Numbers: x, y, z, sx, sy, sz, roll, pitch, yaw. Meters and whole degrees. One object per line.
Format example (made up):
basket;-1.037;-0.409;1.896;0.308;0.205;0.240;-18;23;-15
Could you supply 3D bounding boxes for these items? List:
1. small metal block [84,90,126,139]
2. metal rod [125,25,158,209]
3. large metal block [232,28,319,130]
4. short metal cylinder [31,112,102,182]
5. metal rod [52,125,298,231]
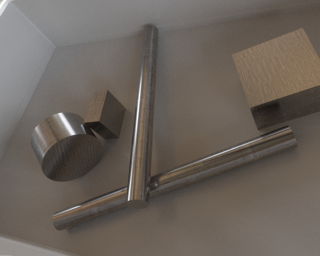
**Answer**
small metal block;-0.077;-0.018;0.439;0.025;0.050;0.050;-5;60;25
metal rod;-0.020;-0.039;0.419;0.025;0.025;0.300;-14;50;20
large metal block;0.136;-0.054;0.351;0.080;0.050;0.080;-19;55;17
short metal cylinder;-0.126;0.026;0.419;0.080;0.080;0.050;-42;51;-1
metal rod;0.005;0.064;0.362;0.301;0.025;0.025;-22;54;14
